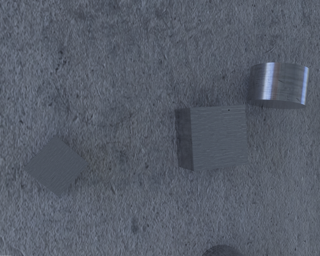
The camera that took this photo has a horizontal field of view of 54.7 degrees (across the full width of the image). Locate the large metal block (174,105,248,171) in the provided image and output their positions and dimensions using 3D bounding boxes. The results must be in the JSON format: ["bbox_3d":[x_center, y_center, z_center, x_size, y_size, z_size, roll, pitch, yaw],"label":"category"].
[{"bbox_3d":[0.069,0.011,0.421,0.081,0.050,0.079,-4,92,-20],"label":"large metal block"}]

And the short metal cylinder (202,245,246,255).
[{"bbox_3d":[0.096,0.212,0.431,0.081,0.050,0.079,0,90,-20],"label":"short metal cylinder"}]

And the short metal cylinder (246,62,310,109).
[{"bbox_3d":[0.168,-0.058,0.441,0.081,0.080,0.050,8,88,-20],"label":"short metal cylinder"}]

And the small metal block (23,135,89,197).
[{"bbox_3d":[-0.122,0.043,0.364,0.050,0.025,0.050,44,76,-15],"label":"small metal block"}]
